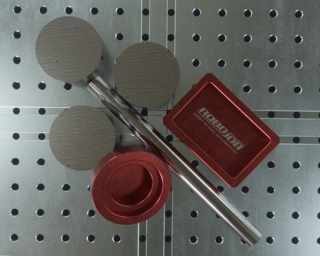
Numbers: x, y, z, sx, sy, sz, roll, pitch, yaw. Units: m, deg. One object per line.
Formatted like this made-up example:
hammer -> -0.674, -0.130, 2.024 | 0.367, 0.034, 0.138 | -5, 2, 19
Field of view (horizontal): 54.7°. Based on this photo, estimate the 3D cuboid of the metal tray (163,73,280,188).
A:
metal tray -> 0.079, 0.003, 0.410 | 0.130, 0.030, 0.090 | 44, 90, 0

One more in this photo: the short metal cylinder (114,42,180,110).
short metal cylinder -> -0.016, -0.065, 0.400 | 0.081, 0.050, 0.080 | 0, 90, 0

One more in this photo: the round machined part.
round machined part -> -0.039, 0.069, 0.394 | 0.099, 0.042, 0.097 | -5, 107, -18

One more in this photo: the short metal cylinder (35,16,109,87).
short metal cylinder -> -0.110, -0.096, 0.400 | 0.081, 0.050, 0.080 | 0, 90, 0

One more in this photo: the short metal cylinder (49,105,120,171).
short metal cylinder -> -0.094, 0.012, 0.400 | 0.081, 0.050, 0.080 | 0, 90, 0

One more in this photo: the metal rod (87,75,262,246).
metal rod -> 0.019, 0.043, 0.414 | 0.300, 0.025, 0.025 | 44, 90, 0
